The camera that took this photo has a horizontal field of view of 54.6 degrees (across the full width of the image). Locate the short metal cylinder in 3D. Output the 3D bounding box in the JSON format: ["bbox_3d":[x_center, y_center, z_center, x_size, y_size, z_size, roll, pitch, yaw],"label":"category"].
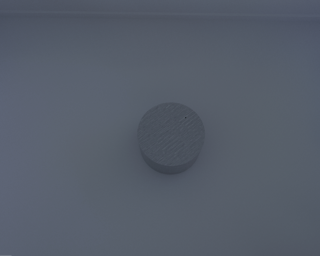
[{"bbox_3d":[0.013,0.014,0.391,0.080,0.050,0.080,0,70,0],"label":"short metal cylinder"}]
